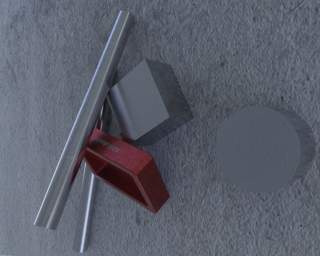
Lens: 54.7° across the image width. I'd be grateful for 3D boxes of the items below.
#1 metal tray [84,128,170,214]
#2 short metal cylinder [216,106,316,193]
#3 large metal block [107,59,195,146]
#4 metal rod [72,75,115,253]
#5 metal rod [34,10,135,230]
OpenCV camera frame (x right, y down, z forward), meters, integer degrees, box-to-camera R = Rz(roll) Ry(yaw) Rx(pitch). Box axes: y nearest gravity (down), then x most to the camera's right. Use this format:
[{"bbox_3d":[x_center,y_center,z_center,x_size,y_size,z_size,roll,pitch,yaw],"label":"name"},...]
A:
[{"bbox_3d":[-0.054,0.051,0.409,0.130,0.030,0.090,22,146,37],"label":"metal tray"},{"bbox_3d":[0.103,0.019,0.303,0.080,0.050,0.079,0,90,39],"label":"short metal cylinder"},{"bbox_3d":[-0.015,-0.029,0.399,0.080,0.050,0.080,-34,69,34],"label":"large metal block"},{"bbox_3d":[-0.105,0.053,0.488,0.025,0.025,0.298,17,101,38],"label":"metal rod"},{"bbox_3d":[-0.087,-0.025,0.393,0.025,0.025,0.299,-1,64,39],"label":"metal rod"}]
